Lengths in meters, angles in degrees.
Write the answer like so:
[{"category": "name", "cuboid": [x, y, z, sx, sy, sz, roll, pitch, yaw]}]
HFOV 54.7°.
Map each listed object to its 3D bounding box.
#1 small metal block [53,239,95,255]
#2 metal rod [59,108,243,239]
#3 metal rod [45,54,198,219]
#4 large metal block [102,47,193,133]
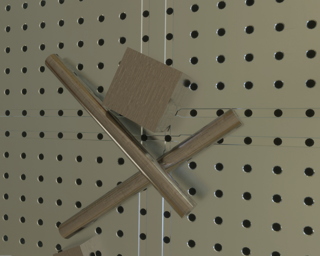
[{"category": "small metal block", "cuboid": [-0.122, 0.199, 0.454, 0.050, 0.025, 0.050, -24, 82, 18]}, {"category": "metal rod", "cuboid": [-0.023, 0.070, 0.419, 0.300, 0.025, 0.025, -35, 79, 16]}, {"category": "metal rod", "cuboid": [-0.064, -0.002, 0.416, 0.300, 0.025, 0.025, 45, 104, 21]}, {"category": "large metal block", "cuboid": [-0.016, -0.048, 0.404, 0.080, 0.050, 0.080, 28, 99, 17]}]
